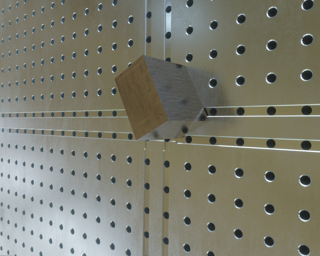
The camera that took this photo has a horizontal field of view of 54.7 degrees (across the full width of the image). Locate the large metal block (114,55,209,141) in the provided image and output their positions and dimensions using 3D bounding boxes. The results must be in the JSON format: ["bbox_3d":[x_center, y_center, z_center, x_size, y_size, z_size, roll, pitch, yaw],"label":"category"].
[{"bbox_3d":[0.003,-0.033,0.369,0.050,0.081,0.080,-32,70,35],"label":"large metal block"}]
